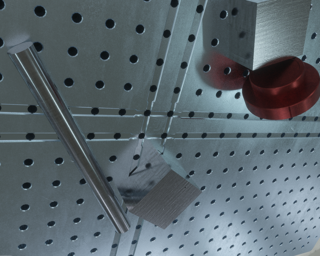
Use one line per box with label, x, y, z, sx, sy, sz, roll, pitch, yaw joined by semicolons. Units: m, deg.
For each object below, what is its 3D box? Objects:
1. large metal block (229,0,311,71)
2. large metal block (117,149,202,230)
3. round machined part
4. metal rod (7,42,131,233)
large metal block;0.136;-0.128;0.390;0.081;0.050;0.079;-19;126;-17
large metal block;0.000;0.091;0.451;0.080;0.050;0.080;-46;129;4
round machined part;0.158;-0.060;0.413;0.098;0.098;0.042;-36;129;-5
metal rod;-0.094;0.037;0.382;0.025;0.025;0.299;-27;128;-11
